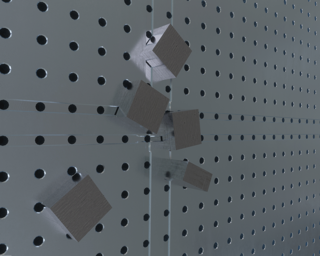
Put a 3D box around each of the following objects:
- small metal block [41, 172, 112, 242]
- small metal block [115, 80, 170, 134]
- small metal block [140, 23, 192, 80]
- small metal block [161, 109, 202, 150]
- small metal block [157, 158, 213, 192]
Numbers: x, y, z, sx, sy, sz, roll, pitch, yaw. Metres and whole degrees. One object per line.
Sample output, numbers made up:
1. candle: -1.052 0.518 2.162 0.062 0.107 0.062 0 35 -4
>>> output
1. small metal block: -0.088 0.084 0.334 0.050 0.025 0.050 -44 116 -31
2. small metal block: -0.021 -0.025 0.390 0.050 0.025 0.050 31 71 -36
3. small metal block: 0.009 -0.101 0.416 0.050 0.025 0.050 44 64 -31
4. small metal block: 0.030 0.001 0.433 0.050 0.025 0.050 -10 97 -39
5. small metal block: 0.034 0.063 0.420 0.050 0.050 0.025 30 71 -36
